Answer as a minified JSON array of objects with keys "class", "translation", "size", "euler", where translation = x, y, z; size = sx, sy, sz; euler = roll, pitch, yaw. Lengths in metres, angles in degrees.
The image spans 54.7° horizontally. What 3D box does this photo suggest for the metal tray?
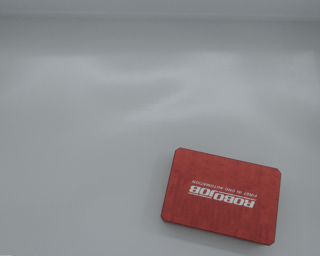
[{"class":"metal tray","translation":[0.074,0.082,0.377],"size":[0.131,0.030,0.090],"euler":[12,70,4]}]
